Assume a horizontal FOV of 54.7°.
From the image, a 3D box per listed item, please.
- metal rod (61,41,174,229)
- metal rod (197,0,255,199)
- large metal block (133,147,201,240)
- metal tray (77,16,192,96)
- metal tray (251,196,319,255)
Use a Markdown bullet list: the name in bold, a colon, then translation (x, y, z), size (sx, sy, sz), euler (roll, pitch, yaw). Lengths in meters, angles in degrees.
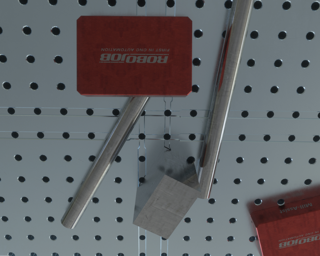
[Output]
- **metal rod**: translation (-0.062, 0.020, 0.419), size (0.025, 0.025, 0.298), euler (28, 107, -10)
- **metal rod**: translation (0.081, -0.042, 0.398), size (0.025, 0.025, 0.298), euler (7, 110, -3)
- **large metal block**: translation (0.008, 0.084, 0.415), size (0.050, 0.080, 0.080), euler (28, 108, -10)
- **metal tray**: translation (-0.029, -0.082, 0.365), size (0.131, 0.030, 0.089), euler (0, 91, -1)
- **metal tray**: translation (0.214, 0.159, 0.472), size (0.131, 0.030, 0.089), euler (-16, 110, 5)
